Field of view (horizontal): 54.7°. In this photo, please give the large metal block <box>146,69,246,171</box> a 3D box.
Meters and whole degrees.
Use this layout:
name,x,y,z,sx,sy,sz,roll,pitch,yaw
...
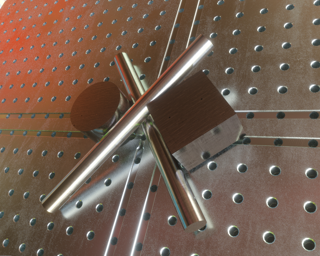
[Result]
name,x,y,z,sx,sy,sz,roll,pitch,yaw
large metal block,0.042,-0.009,0.370,0.080,0.050,0.080,-33,52,6

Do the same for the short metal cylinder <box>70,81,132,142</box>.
name,x,y,z,sx,sy,sz,roll,pitch,yaw
short metal cylinder,-0.078,-0.019,0.440,0.080,0.050,0.080,-13,56,21

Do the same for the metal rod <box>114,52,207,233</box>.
name,x,y,z,sx,sy,sz,roll,pitch,yaw
metal rod,-0.013,-0.005,0.412,0.025,0.025,0.300,-31,52,8

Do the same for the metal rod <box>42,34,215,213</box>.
name,x,y,z,sx,sy,sz,roll,pitch,yaw
metal rod,-0.045,-0.001,0.401,0.300,0.025,0.025,-46,51,7
